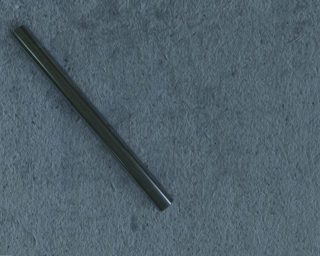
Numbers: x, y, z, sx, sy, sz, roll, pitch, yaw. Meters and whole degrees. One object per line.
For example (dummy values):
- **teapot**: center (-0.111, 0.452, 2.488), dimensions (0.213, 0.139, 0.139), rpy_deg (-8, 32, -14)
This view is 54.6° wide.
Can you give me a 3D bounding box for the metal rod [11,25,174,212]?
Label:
- **metal rod**: center (-0.088, -0.012, 0.409), dimensions (0.025, 0.025, 0.300), rpy_deg (-40, 90, 0)
